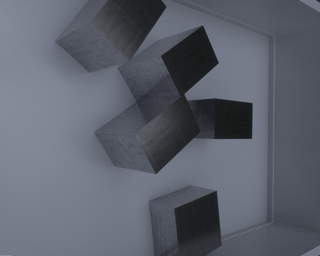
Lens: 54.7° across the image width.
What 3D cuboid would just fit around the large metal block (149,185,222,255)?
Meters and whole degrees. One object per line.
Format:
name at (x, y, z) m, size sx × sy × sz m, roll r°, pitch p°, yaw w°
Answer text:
large metal block at (0.036, 0.131, 0.423) m, size 0.081 × 0.050 × 0.079 m, roll -11°, pitch 97°, yaw -40°

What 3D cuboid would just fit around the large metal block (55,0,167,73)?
large metal block at (-0.052, -0.110, 0.328) m, size 0.050 × 0.080 × 0.080 m, roll 44°, pitch 64°, yaw -32°

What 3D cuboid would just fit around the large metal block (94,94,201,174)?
large metal block at (-0.014, 0.005, 0.360) m, size 0.080 × 0.080 × 0.050 m, roll -40°, pitch 115°, yaw -33°

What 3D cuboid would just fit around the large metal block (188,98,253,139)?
large metal block at (0.071, -0.011, 0.433) m, size 0.081 × 0.080 × 0.050 m, roll 2°, pitch 89°, yaw -40°

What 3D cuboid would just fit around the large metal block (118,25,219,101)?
large metal block at (0.011, -0.077, 0.381) m, size 0.080 × 0.080 × 0.050 m, roll -43°, pitch 116°, yaw -32°
